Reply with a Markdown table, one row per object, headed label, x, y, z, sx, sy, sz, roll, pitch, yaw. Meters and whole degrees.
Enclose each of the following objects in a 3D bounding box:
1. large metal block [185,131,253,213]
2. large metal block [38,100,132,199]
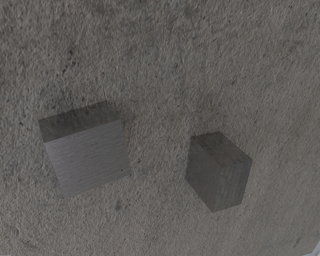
| label | x | y | z | sx | sy | sz | roll | pitch | yaw |
| --- | --- | --- | --- | --- | --- | --- | --- | --- | --- |
| large metal block | 0.082 | 0.062 | 0.454 | 0.050 | 0.080 | 0.079 | -10 | 123 | -23 |
| large metal block | -0.085 | 0.023 | 0.359 | 0.081 | 0.050 | 0.079 | -19 | 126 | -18 |
